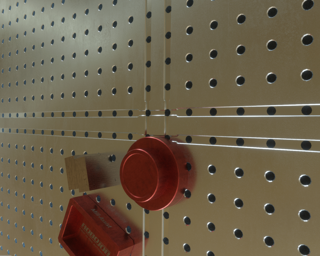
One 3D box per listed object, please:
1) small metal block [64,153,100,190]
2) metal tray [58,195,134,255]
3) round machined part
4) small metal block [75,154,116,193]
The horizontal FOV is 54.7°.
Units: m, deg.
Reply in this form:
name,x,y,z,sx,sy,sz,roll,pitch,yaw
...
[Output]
name,x,y,z,sx,sy,sz,roll,pitch,yaw
small metal block,-0.118,0.068,0.488,0.025,0.050,0.050,-18,79,38
metal tray,-0.106,0.179,0.490,0.130,0.030,0.089,32,110,35
round machined part,-0.015,0.060,0.409,0.098,0.042,0.097,0,90,39
small metal block,-0.098,0.068,0.471,0.025,0.050,0.050,-17,79,38
